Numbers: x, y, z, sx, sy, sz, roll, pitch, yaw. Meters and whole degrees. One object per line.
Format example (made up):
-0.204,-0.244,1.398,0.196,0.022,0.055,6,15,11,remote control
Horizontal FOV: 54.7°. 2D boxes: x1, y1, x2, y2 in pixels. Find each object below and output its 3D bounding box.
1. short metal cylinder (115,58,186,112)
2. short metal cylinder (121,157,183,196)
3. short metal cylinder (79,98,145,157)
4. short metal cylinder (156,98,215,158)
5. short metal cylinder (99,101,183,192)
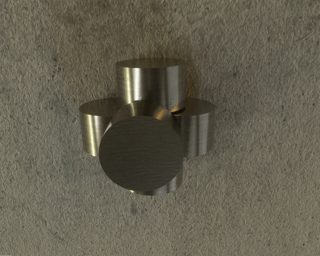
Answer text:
-0.010,-0.052,0.362,0.081,0.080,0.050,-2,110,0,short metal cylinder
-0.010,0.043,0.397,0.081,0.080,0.050,0,110,-1,short metal cylinder
-0.055,-0.003,0.380,0.081,0.080,0.050,-1,110,0,short metal cylinder
0.026,-0.004,0.381,0.081,0.080,0.050,0,110,0,short metal cylinder
-0.018,0.017,0.318,0.081,0.050,0.079,0,110,-1,short metal cylinder
